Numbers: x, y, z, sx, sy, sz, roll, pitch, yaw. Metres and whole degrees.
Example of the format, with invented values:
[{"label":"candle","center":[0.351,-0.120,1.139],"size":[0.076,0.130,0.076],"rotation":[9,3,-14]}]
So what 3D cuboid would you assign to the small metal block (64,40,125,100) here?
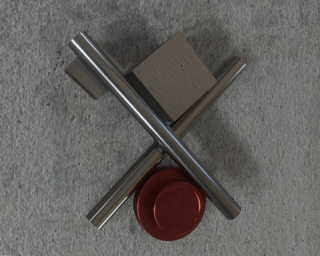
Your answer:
[{"label":"small metal block","center":[-0.081,-0.071,0.382],"size":[0.050,0.025,0.050],"rotation":[45,76,-15]}]

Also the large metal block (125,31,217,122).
[{"label":"large metal block","center":[0.012,-0.064,0.403],"size":[0.080,0.050,0.080],"rotation":[-44,104,-15]}]

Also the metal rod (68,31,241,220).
[{"label":"metal rod","center":[0.003,0.007,0.385],"size":[0.025,0.025,0.300],"rotation":[-46,105,-14]}]

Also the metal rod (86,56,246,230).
[{"label":"metal rod","center":[0.017,0.010,0.419],"size":[0.025,0.025,0.301],"rotation":[47,75,-15]}]

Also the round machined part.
[{"label":"round machined part","center":[0.018,0.101,0.409],"size":[0.099,0.042,0.097],"rotation":[0,90,-21]}]
